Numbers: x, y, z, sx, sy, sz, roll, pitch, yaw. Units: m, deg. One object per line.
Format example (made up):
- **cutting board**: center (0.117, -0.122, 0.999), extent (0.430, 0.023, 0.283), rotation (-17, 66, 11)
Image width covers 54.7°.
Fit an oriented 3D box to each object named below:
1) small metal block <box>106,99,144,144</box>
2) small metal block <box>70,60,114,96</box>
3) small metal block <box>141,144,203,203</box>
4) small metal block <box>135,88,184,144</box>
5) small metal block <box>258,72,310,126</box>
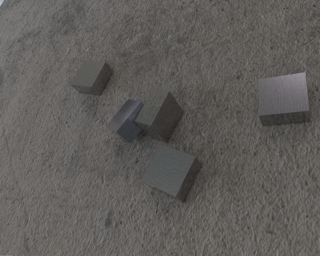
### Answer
- **small metal block**: center (-0.041, -0.011, 0.419), extent (0.050, 0.025, 0.050), rotation (-52, 25, -9)
- **small metal block**: center (-0.113, -0.084, 0.514), extent (0.050, 0.025, 0.050), rotation (11, 67, 32)
- **small metal block**: center (0.014, 0.053, 0.364), extent (0.050, 0.025, 0.050), rotation (18, 71, 35)
- **small metal block**: center (0.001, -0.015, 0.397), extent (0.025, 0.050, 0.050), rotation (16, 70, 34)
- **small metal block**: center (0.140, -0.032, 0.350), extent (0.050, 0.025, 0.050), rotation (-6, 59, 25)
